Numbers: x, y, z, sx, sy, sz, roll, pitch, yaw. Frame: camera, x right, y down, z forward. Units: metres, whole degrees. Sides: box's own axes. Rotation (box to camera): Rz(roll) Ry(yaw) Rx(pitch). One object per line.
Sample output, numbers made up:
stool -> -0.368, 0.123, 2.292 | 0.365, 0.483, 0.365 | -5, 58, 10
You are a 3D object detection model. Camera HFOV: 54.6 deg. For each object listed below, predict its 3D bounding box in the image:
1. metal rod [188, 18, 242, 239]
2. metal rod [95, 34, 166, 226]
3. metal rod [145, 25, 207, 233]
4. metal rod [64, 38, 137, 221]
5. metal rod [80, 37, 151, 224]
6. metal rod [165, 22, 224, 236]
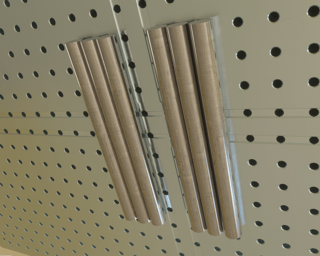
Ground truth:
metal rod -> 0.074, 0.021, 0.384 | 0.025, 0.025, 0.298 | 1, 119, 28
metal rod -> -0.034, 0.020, 0.441 | 0.025, 0.025, 0.298 | 1, 119, 28
metal rod -> 0.028, 0.019, 0.408 | 0.025, 0.025, 0.298 | 1, 119, 28
metal rod -> -0.079, 0.019, 0.465 | 0.025, 0.025, 0.298 | 1, 119, 28
metal rod -> -0.056, 0.020, 0.453 | 0.025, 0.025, 0.298 | 1, 119, 28
metal rod -> 0.050, 0.020, 0.397 | 0.025, 0.025, 0.298 | 1, 119, 28
